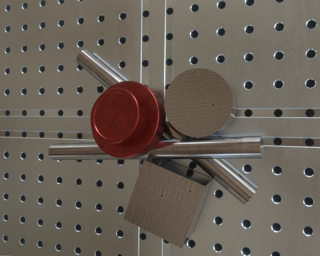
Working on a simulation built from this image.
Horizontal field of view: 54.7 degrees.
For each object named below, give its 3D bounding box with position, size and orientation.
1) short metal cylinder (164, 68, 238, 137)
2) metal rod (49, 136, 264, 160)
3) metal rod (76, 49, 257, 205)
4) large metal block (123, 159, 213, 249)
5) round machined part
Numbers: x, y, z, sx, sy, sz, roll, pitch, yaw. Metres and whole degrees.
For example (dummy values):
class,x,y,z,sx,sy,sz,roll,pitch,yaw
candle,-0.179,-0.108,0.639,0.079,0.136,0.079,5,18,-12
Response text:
class,x,y,z,sx,sy,sz,roll,pitch,yaw
short metal cylinder,0.051,-0.029,0.380,0.080,0.050,0.079,0,90,19
metal rod,-0.024,0.028,0.400,0.300,0.025,0.025,-3,89,26
metal rod,-0.001,-0.011,0.412,0.300,0.025,0.025,40,103,15
large metal block,0.011,0.089,0.392,0.080,0.050,0.080,21,97,18
round machined part,-0.046,-0.012,0.383,0.098,0.042,0.097,-4,79,25
